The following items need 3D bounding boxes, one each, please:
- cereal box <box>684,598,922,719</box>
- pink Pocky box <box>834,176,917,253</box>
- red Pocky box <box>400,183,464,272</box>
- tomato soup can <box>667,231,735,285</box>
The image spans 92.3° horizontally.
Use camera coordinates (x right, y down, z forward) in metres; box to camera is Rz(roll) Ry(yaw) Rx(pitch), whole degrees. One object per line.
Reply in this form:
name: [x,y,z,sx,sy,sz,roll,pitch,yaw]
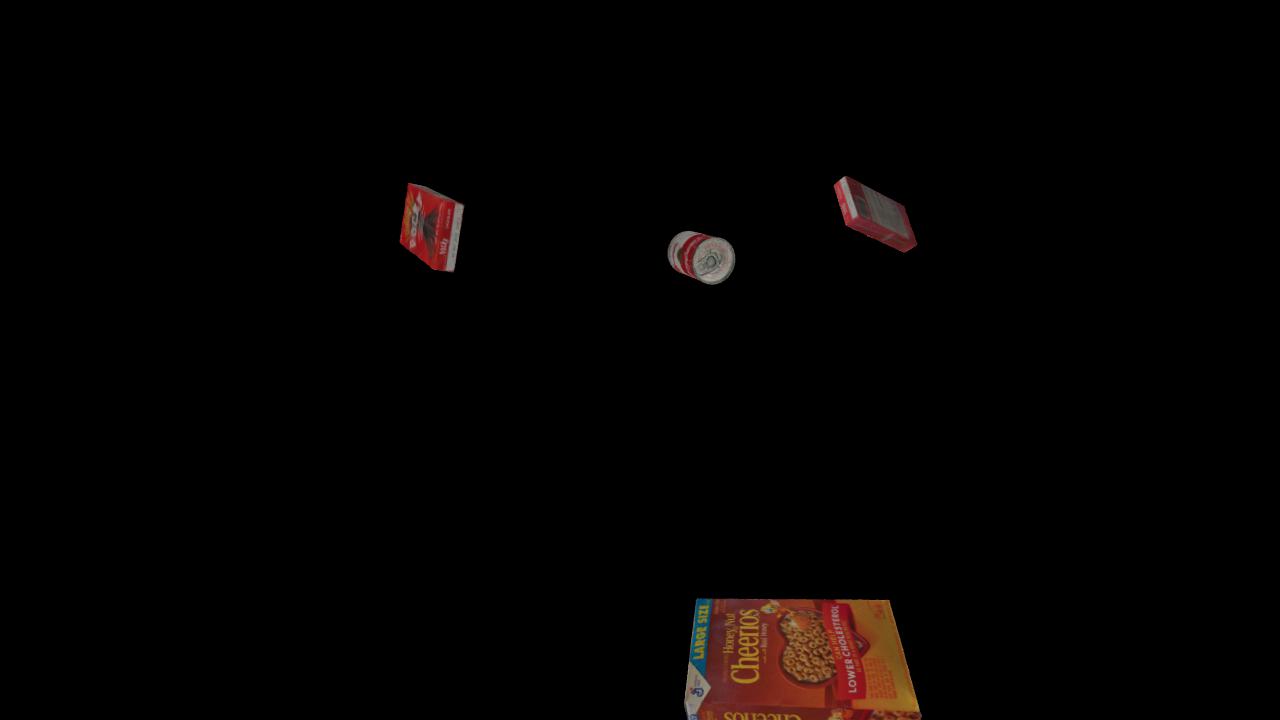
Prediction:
cereal box: [0.225,0.445,0.899,0.306,0.081,0.203,-4,19,13]
pink Pocky box: [0.379,-0.232,0.987,0.155,0.084,0.029,12,-31,-32]
red Pocky box: [-0.260,-0.166,0.760,0.028,0.083,0.155,1,19,-37]
tomato soup can: [0.089,-0.154,0.912,0.068,0.068,0.101,0,17,-20]
